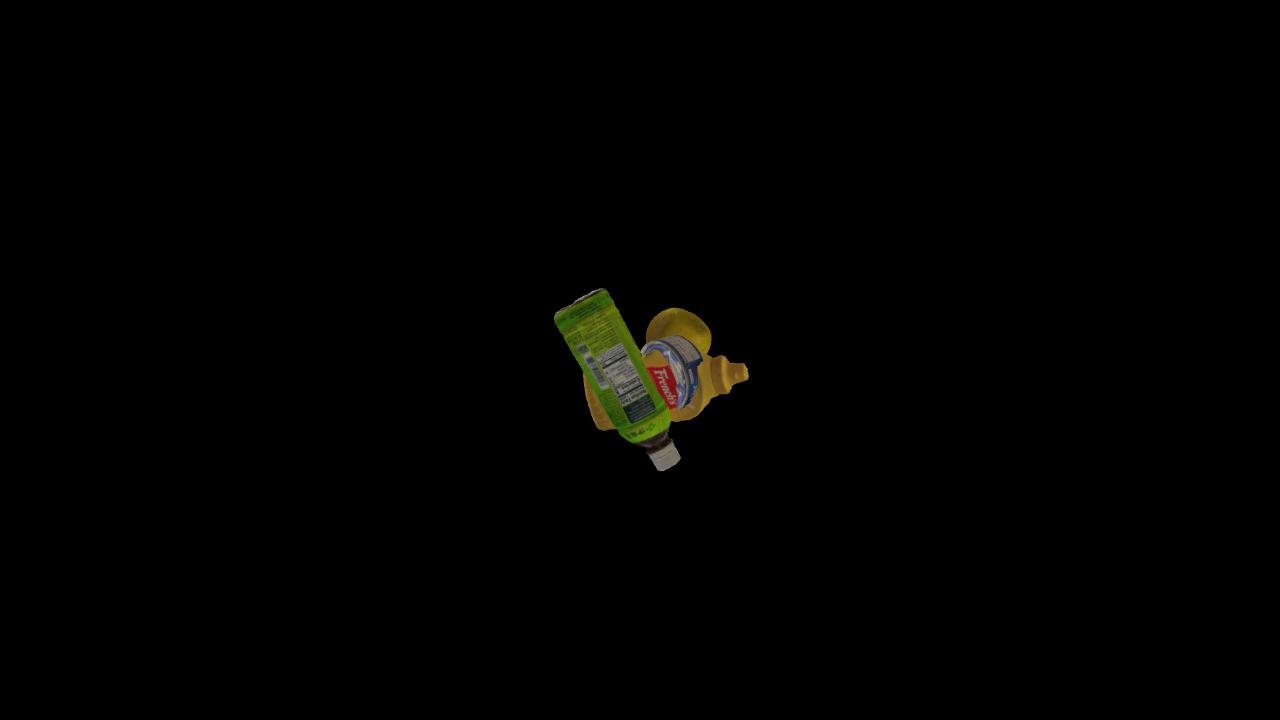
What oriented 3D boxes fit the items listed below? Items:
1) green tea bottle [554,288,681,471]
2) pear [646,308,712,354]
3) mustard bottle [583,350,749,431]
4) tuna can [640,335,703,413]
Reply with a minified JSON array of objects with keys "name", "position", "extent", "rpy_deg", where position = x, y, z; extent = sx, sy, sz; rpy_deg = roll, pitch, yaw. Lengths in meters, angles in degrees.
[{"name":"green tea bottle","position":[-0.018,0.027,0.686],"extent":[0.073,0.212,0.073],"rpy_deg":[-27,4,2]},{"name":"pear","position":[0.034,-0.009,0.753],"extent":[0.080,0.111,0.080],"rpy_deg":[30,23,-14]},{"name":"mustard bottle","position":[0.031,0.025,0.693],"extent":[0.184,0.092,0.054],"rpy_deg":[-9,3,19]},{"name":"tuna can","position":[0.036,0.015,0.688],"extent":[0.034,0.084,0.084],"rpy_deg":[-18,11,-35]}]
